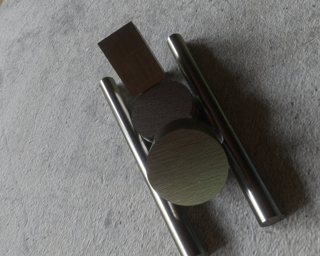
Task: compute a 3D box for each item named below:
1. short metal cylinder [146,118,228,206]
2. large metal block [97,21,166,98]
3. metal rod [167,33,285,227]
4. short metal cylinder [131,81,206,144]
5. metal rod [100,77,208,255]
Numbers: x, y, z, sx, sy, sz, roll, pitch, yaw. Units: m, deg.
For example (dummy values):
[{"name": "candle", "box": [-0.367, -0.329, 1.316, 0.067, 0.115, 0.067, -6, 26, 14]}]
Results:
[{"name": "short metal cylinder", "box": [0.028, 0.034, 0.327, 0.080, 0.080, 0.050, -28, 10, 10]}, {"name": "large metal block", "box": [-0.034, -0.093, 0.425, 0.050, 0.080, 0.080, -32, 10, 8]}, {"name": "metal rod", "box": [0.065, -0.023, 0.385, 0.025, 0.025, 0.299, -28, 52, 10]}, {"name": "short metal cylinder", "box": [0.011, -0.012, 0.391, 0.080, 0.050, 0.080, -13, 56, 21]}, {"name": "metal rod", "box": [-0.024, 0.029, 0.399, 0.025, 0.025, 0.300, -35, 51, 5]}]
